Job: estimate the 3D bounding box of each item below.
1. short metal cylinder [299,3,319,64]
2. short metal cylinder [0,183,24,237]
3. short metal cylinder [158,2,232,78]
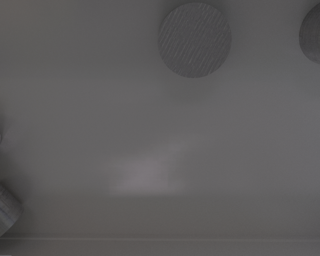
[{"bbox_3d":[0.212,-0.110,0.359,0.081,0.050,0.079,0,110,0],"label":"short metal cylinder"},{"bbox_3d":[-0.237,0.120,0.424,0.080,0.080,0.050,-32,107,11],"label":"short metal cylinder"},{"bbox_3d":[0.038,-0.102,0.360,0.081,0.050,0.079,0,110,0],"label":"short metal cylinder"}]
